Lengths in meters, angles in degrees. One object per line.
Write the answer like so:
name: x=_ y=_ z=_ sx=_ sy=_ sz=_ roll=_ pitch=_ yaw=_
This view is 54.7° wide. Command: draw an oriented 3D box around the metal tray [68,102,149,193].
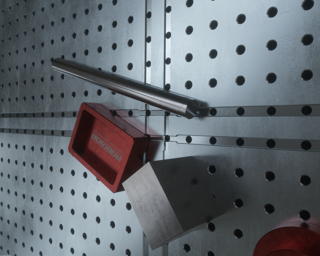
metal tray: x=-0.083 y=0.026 z=0.472 sx=0.130 sy=0.030 sz=0.089 roll=33 pitch=110 yaw=35

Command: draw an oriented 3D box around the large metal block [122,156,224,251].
large metal block: x=0.016 y=0.082 z=0.359 sx=0.050 sy=0.081 sz=0.080 roll=-42 pitch=65 yaw=32

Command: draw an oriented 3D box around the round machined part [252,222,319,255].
round machined part: x=0.132 y=0.142 z=0.289 sx=0.098 sy=0.042 sz=0.097 roll=0 pitch=90 yaw=39

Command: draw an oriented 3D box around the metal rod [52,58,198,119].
metal rod: x=-0.072 y=-0.068 z=0.466 sx=0.300 sy=0.025 sz=0.025 roll=22 pitch=104 yaw=37
